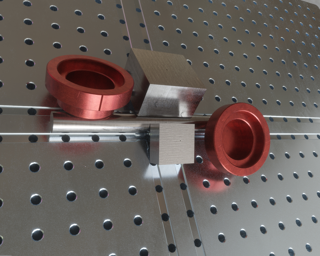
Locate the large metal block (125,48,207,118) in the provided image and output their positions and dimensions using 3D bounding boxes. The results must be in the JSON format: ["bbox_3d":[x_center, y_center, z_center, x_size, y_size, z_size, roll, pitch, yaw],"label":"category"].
[{"bbox_3d":[0.003,-0.060,0.415,0.081,0.050,0.080,1,43,-28],"label":"large metal block"}]

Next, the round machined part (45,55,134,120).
[{"bbox_3d":[-0.083,-0.046,0.364,0.099,0.042,0.098,14,31,-8],"label":"round machined part"}]

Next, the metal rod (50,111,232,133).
[{"bbox_3d":[0.012,-0.006,0.419,0.303,0.025,0.025,0,62,-28],"label":"metal rod"}]

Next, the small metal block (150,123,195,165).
[{"bbox_3d":[0.016,0.019,0.392,0.050,0.025,0.050,1,90,-28],"label":"small metal block"}]

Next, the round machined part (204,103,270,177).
[{"bbox_3d":[0.101,0.016,0.426,0.099,0.042,0.097,2,86,-28],"label":"round machined part"}]
